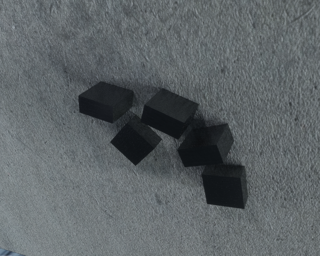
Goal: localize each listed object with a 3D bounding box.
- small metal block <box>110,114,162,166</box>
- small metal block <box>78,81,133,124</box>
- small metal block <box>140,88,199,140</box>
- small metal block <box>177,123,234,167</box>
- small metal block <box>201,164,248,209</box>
[{"bbox_3d":[-0.034,0.018,0.436,0.050,0.025,0.050,43,129,-2],"label":"small metal block"},{"bbox_3d":[-0.070,-0.035,0.406,0.050,0.050,0.025,18,126,17],"label":"small metal block"},{"bbox_3d":[0.012,-0.018,0.373,0.050,0.050,0.025,26,127,12],"label":"small metal block"},{"bbox_3d":[0.056,0.021,0.374,0.050,0.050,0.025,-10,113,32],"label":"small metal block"},{"bbox_3d":[0.086,0.076,0.409,0.050,0.025,0.050,1,119,27],"label":"small metal block"}]
